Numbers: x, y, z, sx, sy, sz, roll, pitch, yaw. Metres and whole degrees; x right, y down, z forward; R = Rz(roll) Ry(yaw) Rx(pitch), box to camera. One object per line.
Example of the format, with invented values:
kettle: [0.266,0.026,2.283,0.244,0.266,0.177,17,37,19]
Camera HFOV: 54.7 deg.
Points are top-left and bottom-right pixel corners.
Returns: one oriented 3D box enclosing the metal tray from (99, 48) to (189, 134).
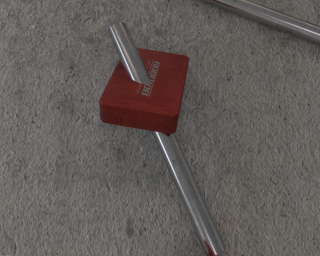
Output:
metal tray: [-0.015,-0.053,0.396,0.090,0.030,0.130,10,44,3]

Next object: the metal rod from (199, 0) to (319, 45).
metal rod: [0.142,-0.180,0.474,0.301,0.025,0.025,24,72,8]

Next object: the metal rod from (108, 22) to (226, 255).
metal rod: [0.005,0.007,0.377,0.025,0.025,0.299,-23,82,-8]
